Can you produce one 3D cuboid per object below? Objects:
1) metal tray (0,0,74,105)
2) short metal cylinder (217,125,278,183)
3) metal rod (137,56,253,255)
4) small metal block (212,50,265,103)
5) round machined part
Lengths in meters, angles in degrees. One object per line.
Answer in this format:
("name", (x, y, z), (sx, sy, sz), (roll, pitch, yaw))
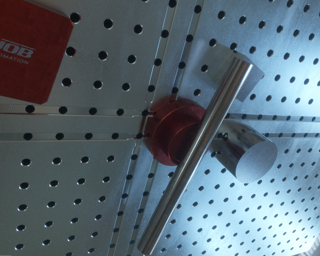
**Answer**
("metal tray", (-0.155, -0.080, 0.274), (0.131, 0.030, 0.089), (13, 112, -34))
("short metal cylinder", (0.140, 0.042, 0.501), (0.081, 0.050, 0.079), (-14, 124, -21))
("metal rod", (0.038, 0.049, 0.409), (0.025, 0.025, 0.298), (12, 112, -34))
("small metal block", (0.109, -0.071, 0.429), (0.050, 0.025, 0.050), (28, 103, -38))
("round machined part", (0.033, 0.013, 0.428), (0.099, 0.042, 0.097), (-14, 125, -21))
